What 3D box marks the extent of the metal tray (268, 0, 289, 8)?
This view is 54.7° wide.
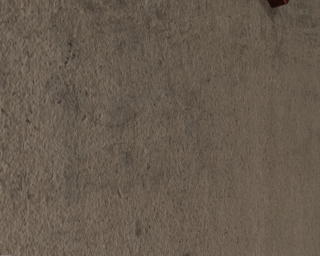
[{"bbox_3d":[0.231,-0.311,0.597,0.090,0.030,0.130,41,65,-33],"label":"metal tray"}]
